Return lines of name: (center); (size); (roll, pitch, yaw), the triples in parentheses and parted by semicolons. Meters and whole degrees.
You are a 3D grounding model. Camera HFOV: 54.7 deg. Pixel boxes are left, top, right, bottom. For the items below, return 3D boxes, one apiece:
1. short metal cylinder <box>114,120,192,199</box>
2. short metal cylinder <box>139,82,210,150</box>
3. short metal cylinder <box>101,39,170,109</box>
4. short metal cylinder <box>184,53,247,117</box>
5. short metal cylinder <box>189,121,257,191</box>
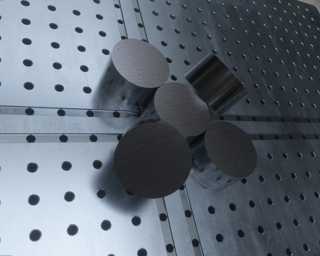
short metal cylinder: (-0.008, 0.032, 0.343); (0.081, 0.050, 0.079); (0, 95, -3)
short metal cylinder: (0.019, -0.014, 0.412); (0.081, 0.050, 0.080); (14, 56, -21)
short metal cylinder: (-0.034, -0.073, 0.419); (0.081, 0.050, 0.080); (14, 56, -21)
short metal cylinder: (0.080, -0.063, 0.449); (0.080, 0.050, 0.080); (47, 10, -10)
short metal cylinder: (0.081, 0.038, 0.414); (0.081, 0.050, 0.080); (14, 56, -21)
